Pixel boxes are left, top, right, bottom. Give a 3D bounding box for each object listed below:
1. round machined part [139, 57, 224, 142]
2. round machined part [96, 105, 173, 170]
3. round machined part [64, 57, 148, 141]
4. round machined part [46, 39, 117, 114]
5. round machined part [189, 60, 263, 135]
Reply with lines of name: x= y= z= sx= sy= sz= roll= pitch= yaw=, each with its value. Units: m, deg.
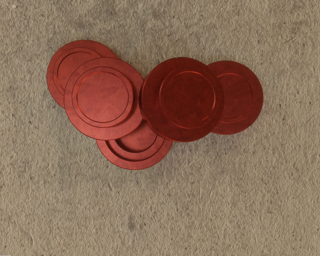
round machined part: x=0.028 y=-0.033 z=0.351 sx=0.099 sy=0.042 sz=0.097 roll=0 pitch=89 yaw=-14
round machined part: x=-0.031 y=0.003 z=0.402 sx=0.099 sy=0.042 sz=0.097 roll=0 pitch=90 yaw=-1
round machined part: x=-0.063 y=-0.034 z=0.359 sx=0.099 sy=0.042 sz=0.097 roll=0 pitch=90 yaw=-1
round machined part: x=-0.098 y=-0.066 z=0.401 sx=0.099 sy=0.042 sz=0.097 roll=0 pitch=90 yaw=-1
round machined part: x=0.086 y=-0.040 z=0.403 sx=0.099 sy=0.042 sz=0.097 roll=0 pitch=90 yaw=-1
